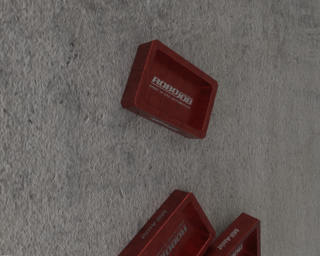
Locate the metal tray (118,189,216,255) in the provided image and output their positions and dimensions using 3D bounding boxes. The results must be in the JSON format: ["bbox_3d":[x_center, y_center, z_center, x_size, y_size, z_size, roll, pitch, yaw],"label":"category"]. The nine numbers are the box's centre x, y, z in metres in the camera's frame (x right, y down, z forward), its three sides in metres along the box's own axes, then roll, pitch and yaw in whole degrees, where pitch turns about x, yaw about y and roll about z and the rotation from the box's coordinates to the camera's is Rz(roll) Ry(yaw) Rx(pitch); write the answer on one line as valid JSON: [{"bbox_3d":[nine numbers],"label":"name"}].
[{"bbox_3d":[0.013,0.158,0.412,0.131,0.030,0.090,-44,116,-31],"label":"metal tray"}]

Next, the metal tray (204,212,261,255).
[{"bbox_3d":[0.109,0.204,0.479,0.131,0.030,0.089,-30,122,-36],"label":"metal tray"}]

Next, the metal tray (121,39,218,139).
[{"bbox_3d":[0.019,-0.047,0.416,0.131,0.030,0.090,25,74,-37],"label":"metal tray"}]
